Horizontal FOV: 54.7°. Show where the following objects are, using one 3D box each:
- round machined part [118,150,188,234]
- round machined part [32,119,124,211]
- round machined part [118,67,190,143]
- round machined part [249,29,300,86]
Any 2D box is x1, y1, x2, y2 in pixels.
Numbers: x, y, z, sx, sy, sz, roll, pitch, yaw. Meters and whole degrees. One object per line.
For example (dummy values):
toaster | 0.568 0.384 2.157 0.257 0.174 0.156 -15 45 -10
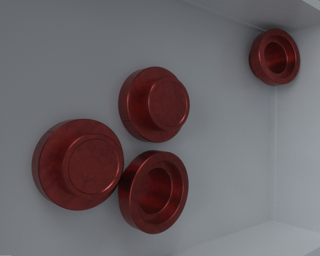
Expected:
round machined part | -0.012 0.075 0.381 0.099 0.042 0.097 -4 96 -45
round machined part | -0.079 0.039 0.329 0.099 0.042 0.097 0 90 -40
round machined part | 0.000 -0.030 0.395 0.099 0.042 0.097 0 90 -40
round machined part | 0.198 -0.122 0.551 0.099 0.042 0.097 2 86 -27
